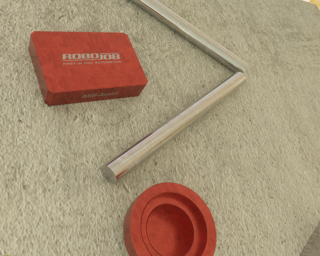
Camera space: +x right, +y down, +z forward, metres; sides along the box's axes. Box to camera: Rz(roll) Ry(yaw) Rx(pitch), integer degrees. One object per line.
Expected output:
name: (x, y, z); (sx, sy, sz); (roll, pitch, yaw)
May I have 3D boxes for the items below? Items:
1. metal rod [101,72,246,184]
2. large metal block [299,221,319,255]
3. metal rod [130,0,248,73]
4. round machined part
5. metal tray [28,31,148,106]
metal rod: (0.040, -0.017, 0.436); (0.025, 0.025, 0.302); (50, 51, 6)
large metal block: (0.251, 0.175, 0.419); (0.081, 0.050, 0.080); (-32, 80, -38)
metal rod: (0.022, -0.184, 0.529); (0.301, 0.025, 0.025); (32, 51, -8)
round machined part: (0.007, 0.111, 0.330); (0.099, 0.042, 0.098); (14, 56, -21)
metal tray: (-0.091, -0.081, 0.402); (0.131, 0.030, 0.090); (-10, 67, -33)
